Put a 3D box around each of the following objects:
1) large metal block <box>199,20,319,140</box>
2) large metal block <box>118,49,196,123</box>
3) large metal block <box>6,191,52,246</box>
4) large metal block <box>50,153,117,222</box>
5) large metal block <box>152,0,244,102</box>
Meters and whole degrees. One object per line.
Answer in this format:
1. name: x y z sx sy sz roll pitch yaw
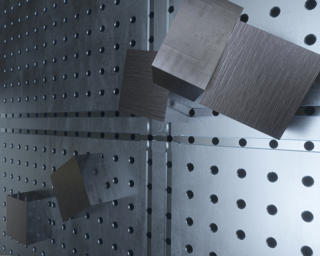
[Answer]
1. large metal block: 0.093 -0.047 0.295 0.080 0.050 0.080 25 108 5
2. large metal block: -0.003 -0.054 0.396 0.080 0.050 0.080 16 100 39
3. large metal block: -0.257 0.174 0.608 0.080 0.050 0.080 1 91 40
4. large metal block: -0.125 0.095 0.498 0.080 0.050 0.080 -35 69 34
5. large metal block: 0.033 -0.077 0.307 0.050 0.080 0.080 26 87 1
